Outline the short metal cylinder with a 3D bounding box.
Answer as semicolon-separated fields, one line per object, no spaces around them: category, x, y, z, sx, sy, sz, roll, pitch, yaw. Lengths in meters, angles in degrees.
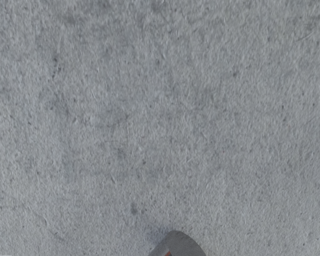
short metal cylinder;0.027;0.200;0.455;0.080;0.080;0.050;35;106;-12
